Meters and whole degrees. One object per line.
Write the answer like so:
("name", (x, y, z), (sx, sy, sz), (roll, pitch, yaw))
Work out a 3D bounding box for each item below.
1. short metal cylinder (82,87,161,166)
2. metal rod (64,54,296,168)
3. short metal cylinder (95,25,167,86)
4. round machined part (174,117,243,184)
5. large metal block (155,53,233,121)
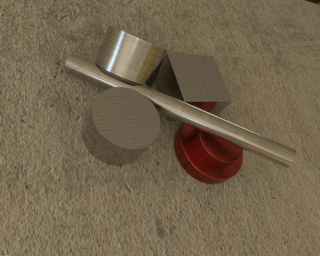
("short metal cylinder", (-0.046, -0.001, 0.366), (0.081, 0.050, 0.080), (14, 56, -21))
("metal rod", (0.023, -0.023, 0.388), (0.301, 0.025, 0.025), (24, 52, 3))
("short metal cylinder", (-0.037, -0.094, 0.402), (0.080, 0.050, 0.080), (22, 14, -6))
("round machined part", (0.072, 0.023, 0.418), (0.099, 0.042, 0.098), (14, 56, -21))
("large metal block", (0.045, -0.058, 0.446), (0.081, 0.050, 0.080), (-3, 63, -30))
